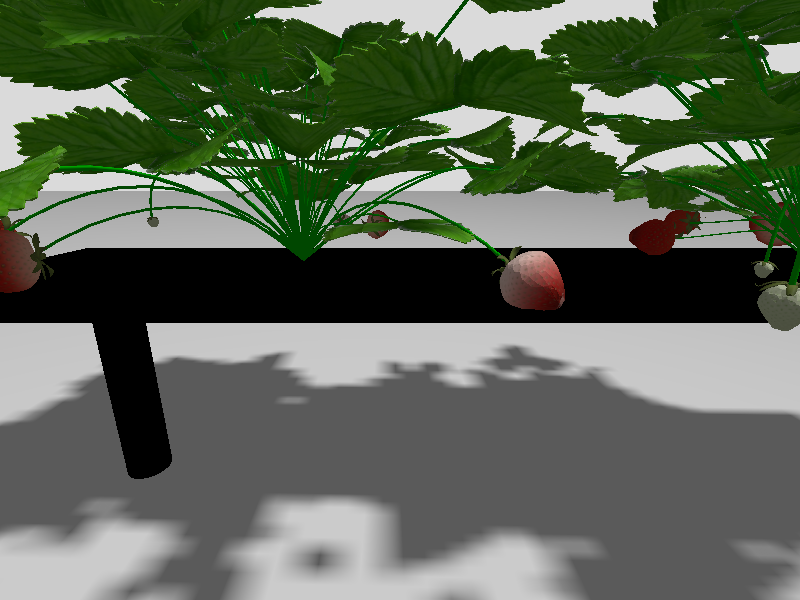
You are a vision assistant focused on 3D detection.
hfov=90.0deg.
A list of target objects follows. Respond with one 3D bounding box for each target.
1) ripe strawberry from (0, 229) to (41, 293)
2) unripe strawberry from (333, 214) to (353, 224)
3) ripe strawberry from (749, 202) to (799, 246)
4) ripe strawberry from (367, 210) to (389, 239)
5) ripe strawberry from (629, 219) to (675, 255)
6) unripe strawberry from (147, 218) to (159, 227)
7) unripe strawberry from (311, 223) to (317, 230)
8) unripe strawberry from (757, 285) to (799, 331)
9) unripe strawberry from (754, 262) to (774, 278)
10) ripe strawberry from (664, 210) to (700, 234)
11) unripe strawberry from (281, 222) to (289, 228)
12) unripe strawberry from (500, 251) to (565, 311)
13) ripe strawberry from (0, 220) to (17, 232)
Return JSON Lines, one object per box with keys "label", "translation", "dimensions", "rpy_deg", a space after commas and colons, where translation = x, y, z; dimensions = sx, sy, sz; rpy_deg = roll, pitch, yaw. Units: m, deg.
{"label": "ripe strawberry", "translation": [-0.255, -0.023, 0.251], "dimensions": [0.041, 0.041, 0.038], "rpy_deg": [-15, 22, -28]}
{"label": "unripe strawberry", "translation": [-0.075, -0.100, 0.529], "dimensions": [0.025, 0.026, 0.027], "rpy_deg": [1, -1, 3]}
{"label": "ripe strawberry", "translation": [0.401, -0.081, 0.425], "dimensions": [0.051, 0.045, 0.046], "rpy_deg": [7, 18, 23]}
{"label": "ripe strawberry", "translation": [-0.025, -0.091, 0.479], "dimensions": [0.029, 0.033, 0.032], "rpy_deg": [7, 18, 23]}
{"label": "ripe strawberry", "translation": [0.231, -0.058, 0.371], "dimensions": [0.034, 0.033, 0.037], "rpy_deg": [2, 17, 9]}
{"label": "unripe strawberry", "translation": [-0.268, -0.084, 0.436], "dimensions": [0.010, 0.010, 0.011], "rpy_deg": [8, 19, 25]}
{"label": "unripe strawberry", "translation": [-0.104, -0.089, 0.496], "dimensions": [0.013, 0.013, 0.011], "rpy_deg": [-2, 17, -7]}
{"label": "unripe strawberry", "translation": [0.179, 0.004, 0.186], "dimensions": [0.021, 0.022, 0.020], "rpy_deg": [-15, 23, -41]}
{"label": "unripe strawberry", "translation": [0.215, -0.018, 0.237], "dimensions": [0.010, 0.010, 0.009], "rpy_deg": [-13, 21, -36]}
{"label": "ripe strawberry", "translation": [0.357, -0.101, 0.510], "dimensions": [0.038, 0.033, 0.038], "rpy_deg": [-1, 16, -3]}
{"label": "unripe strawberry", "translation": [-0.146, -0.094, 0.508], "dimensions": [0.011, 0.010, 0.010], "rpy_deg": [-6, 18, -20]}
{"label": "unripe strawberry", "translation": [0.073, -0.008, 0.216], "dimensions": [0.034, 0.033, 0.032], "rpy_deg": [40, 36, 27]}
{"label": "ripe strawberry", "translation": [-0.328, -0.043, 0.313], "dimensions": [0.045, 0.044, 0.042], "rpy_deg": [-23, 19, -2]}
